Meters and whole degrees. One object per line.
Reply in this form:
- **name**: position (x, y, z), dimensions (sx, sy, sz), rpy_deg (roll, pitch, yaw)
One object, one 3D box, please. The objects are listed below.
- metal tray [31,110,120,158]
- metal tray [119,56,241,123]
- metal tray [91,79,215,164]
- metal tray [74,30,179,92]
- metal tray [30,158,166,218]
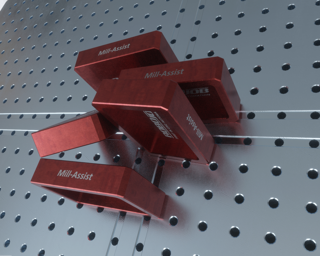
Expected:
- **metal tray**: position (-0.086, -0.005, 0.400), dimensions (0.090, 0.130, 0.030), rpy_deg (-15, 99, 20)
- **metal tray**: position (0.023, -0.039, 0.379), dimensions (0.130, 0.090, 0.030), rpy_deg (-2, 61, 27)
- **metal tray**: position (-0.002, -0.004, 0.345), dimensions (0.090, 0.130, 0.030), rpy_deg (6, 65, 31)
- **metal tray**: position (-0.041, -0.081, 0.438), dimensions (0.130, 0.090, 0.030), rpy_deg (-8, 59, 24)
- **metal tray**: position (-0.071, 0.070, 0.361), dimensions (0.130, 0.090, 0.030), rpy_deg (1, 63, 29)
